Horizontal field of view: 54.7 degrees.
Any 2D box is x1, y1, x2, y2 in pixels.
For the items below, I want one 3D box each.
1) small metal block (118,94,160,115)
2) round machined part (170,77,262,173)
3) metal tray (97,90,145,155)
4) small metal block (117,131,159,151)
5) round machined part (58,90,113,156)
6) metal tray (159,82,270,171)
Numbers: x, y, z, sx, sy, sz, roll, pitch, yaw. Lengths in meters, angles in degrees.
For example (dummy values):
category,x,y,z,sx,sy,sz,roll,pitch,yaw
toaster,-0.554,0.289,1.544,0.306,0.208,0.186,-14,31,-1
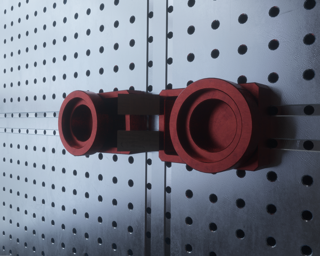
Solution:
category,x,y,z,sx,sy,sz,roll,pitch,yaw
small metal block,-0.028,-0.029,0.398,0.050,0.050,0.025,-172,82,-84
round machined part,0.061,-0.003,0.331,0.098,0.042,0.097,0,90,40
metal tray,-0.081,-0.008,0.474,0.130,0.030,0.089,-1,92,40
small metal block,-0.028,0.015,0.397,0.050,0.050,0.025,-172,82,-84
round machined part,-0.110,-0.007,0.473,0.098,0.042,0.097,0,90,40
metal tray,0.058,-0.002,0.359,0.130,0.030,0.089,1,91,40
